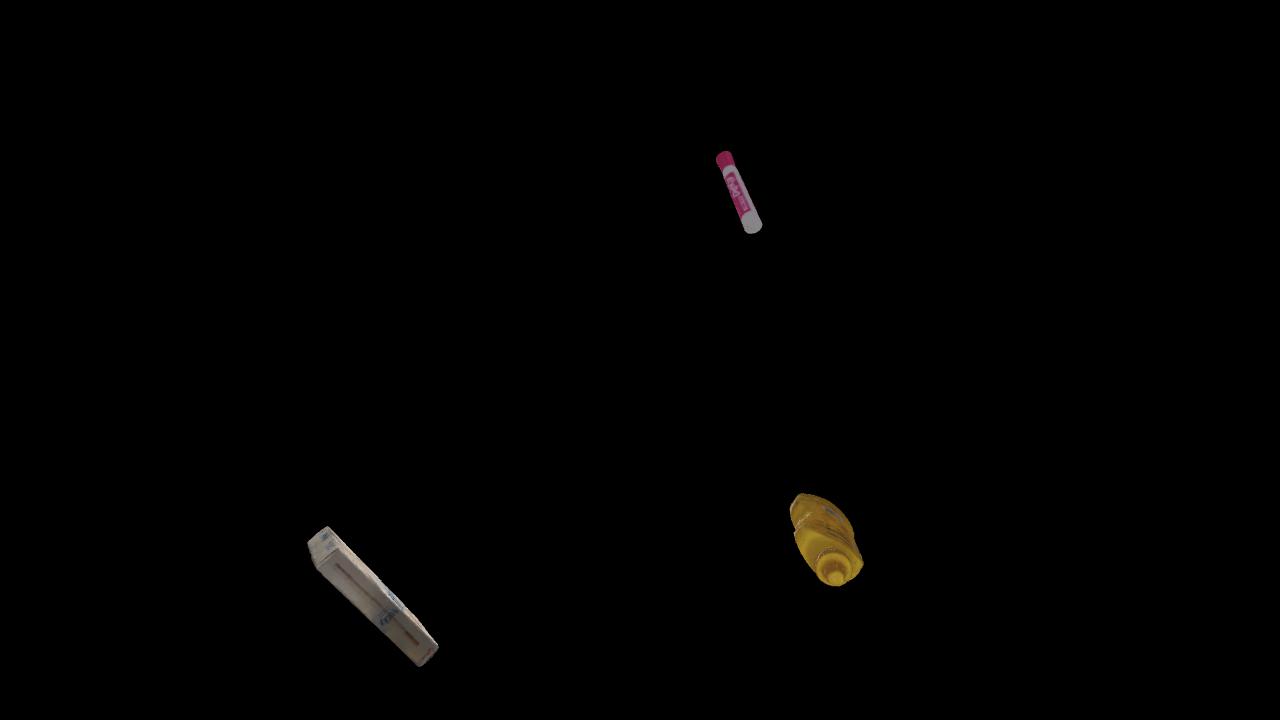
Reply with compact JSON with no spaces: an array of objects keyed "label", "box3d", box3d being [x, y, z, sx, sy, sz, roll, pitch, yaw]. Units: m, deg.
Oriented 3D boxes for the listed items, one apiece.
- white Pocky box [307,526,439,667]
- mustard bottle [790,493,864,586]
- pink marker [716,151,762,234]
[{"label":"white Pocky box","box3d":[-0.272,0.239,0.623,0.028,0.154,0.084,-43,24,-26]},{"label":"mustard bottle","box3d":[0.238,0.234,0.782,0.092,0.054,0.184,39,13,3]},{"label":"pink marker","box3d":[0.105,-0.184,0.661,0.020,0.121,0.020,-9,-35,-6]}]
